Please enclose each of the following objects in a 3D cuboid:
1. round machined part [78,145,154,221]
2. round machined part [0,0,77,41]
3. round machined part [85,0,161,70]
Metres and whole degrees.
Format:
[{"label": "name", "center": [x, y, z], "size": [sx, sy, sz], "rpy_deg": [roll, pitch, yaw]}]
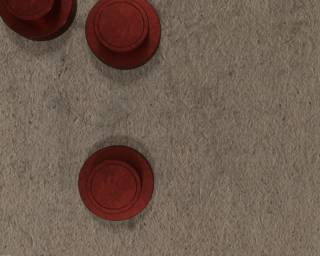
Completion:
[{"label": "round machined part", "center": [-0.057, 0.072, 0.401], "size": [0.099, 0.042, 0.097], "rpy_deg": [0, 90, -1]}, {"label": "round machined part", "center": [-0.162, -0.166, 0.399], "size": [0.099, 0.042, 0.097], "rpy_deg": [0, 90, -1]}, {"label": "round machined part", "center": [-0.048, -0.127, 0.401], "size": [0.099, 0.042, 0.097], "rpy_deg": [0, 90, -1]}]
